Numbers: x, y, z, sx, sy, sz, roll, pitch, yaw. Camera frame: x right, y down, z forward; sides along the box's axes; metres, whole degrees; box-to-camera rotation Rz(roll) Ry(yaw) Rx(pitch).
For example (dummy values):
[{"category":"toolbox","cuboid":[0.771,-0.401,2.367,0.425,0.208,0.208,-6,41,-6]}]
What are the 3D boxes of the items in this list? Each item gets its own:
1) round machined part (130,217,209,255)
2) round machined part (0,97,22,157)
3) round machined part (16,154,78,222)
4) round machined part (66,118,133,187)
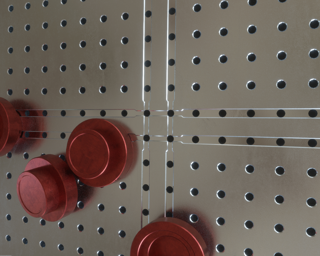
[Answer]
[{"category":"round machined part","cuboid":[0.015,0.163,0.399,0.098,0.042,0.097,0,90,20]},{"category":"round machined part","cuboid":[-0.264,-0.002,0.498,0.098,0.042,0.097,0,90,20]},{"category":"round machined part","cuboid":[-0.170,0.090,0.451,0.098,0.042,0.097,7,103,32]},{"category":"round machined part","cuboid":[-0.091,0.035,0.436,0.098,0.042,0.097,0,90,20]}]
